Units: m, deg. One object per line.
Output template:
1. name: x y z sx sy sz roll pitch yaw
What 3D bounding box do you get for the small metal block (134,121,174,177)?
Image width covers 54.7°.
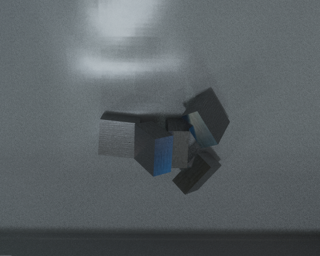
1. small metal block: -0.009 0.025 0.386 0.025 0.050 0.050 -11 117 -30

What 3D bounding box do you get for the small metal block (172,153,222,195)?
1. small metal block: 0.051 0.060 0.416 0.025 0.050 0.050 46 106 21

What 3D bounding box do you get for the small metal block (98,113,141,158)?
1. small metal block: -0.054 0.010 0.412 0.050 0.025 0.050 6 110 -3

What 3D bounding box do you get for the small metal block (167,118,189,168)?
1. small metal block: 0.022 0.018 0.404 0.025 0.050 0.050 1 110 -1

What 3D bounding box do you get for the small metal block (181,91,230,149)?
1. small metal block: 0.059 -0.011 0.390 0.025 0.050 0.050 -19 113 41
